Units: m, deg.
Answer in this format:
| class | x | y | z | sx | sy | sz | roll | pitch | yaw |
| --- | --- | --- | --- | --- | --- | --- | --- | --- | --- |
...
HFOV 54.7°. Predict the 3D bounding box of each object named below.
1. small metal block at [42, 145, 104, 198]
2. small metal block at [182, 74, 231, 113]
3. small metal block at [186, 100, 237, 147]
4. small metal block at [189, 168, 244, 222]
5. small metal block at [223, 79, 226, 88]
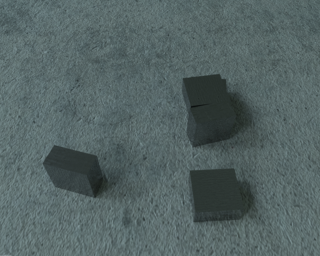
| class | x | y | z | sx | sy | sz | roll | pitch | yaw |
| --- | --- | --- | --- | --- | --- | --- | --- | --- | --- |
| small metal block | -0.095 | 0.049 | 0.345 | 0.050 | 0.050 | 0.025 | 13 | 51 | 10 |
| small metal block | 0.059 | -0.042 | 0.407 | 0.050 | 0.025 | 0.050 | -7 | 53 | -5 |
| small metal block | 0.063 | -0.005 | 0.390 | 0.050 | 0.050 | 0.025 | -12 | 54 | -10 |
| small metal block | 0.060 | 0.074 | 0.342 | 0.050 | 0.025 | 0.050 | -2 | 50 | -2 |
| small metal block | 0.068 | -0.046 | 0.442 | 0.050 | 0.025 | 0.050 | 5 | 50 | 4 |
